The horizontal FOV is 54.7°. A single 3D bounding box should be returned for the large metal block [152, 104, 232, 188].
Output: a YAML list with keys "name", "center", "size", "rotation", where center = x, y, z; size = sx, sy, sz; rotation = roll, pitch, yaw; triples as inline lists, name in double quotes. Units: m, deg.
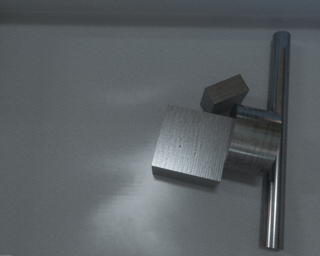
- name: "large metal block"
  center: [0.039, 0.024, 0.388]
  size: [0.080, 0.050, 0.080]
  rotation: [13, 70, 4]

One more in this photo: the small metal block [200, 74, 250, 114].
- name: "small metal block"
  center: [0.085, -0.041, 0.412]
  size: [0.050, 0.050, 0.025]
  rotation: [-23, 72, -8]

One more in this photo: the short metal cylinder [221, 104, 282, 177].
- name: "short metal cylinder"
  center: [0.107, 0.015, 0.377]
  size: [0.050, 0.080, 0.080]
  rotation: [13, 71, 4]

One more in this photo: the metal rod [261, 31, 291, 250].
- name: "metal rod"
  center: [0.156, 0.001, 0.411]
  size: [0.025, 0.025, 0.299]
  rotation: [9, 70, 3]
